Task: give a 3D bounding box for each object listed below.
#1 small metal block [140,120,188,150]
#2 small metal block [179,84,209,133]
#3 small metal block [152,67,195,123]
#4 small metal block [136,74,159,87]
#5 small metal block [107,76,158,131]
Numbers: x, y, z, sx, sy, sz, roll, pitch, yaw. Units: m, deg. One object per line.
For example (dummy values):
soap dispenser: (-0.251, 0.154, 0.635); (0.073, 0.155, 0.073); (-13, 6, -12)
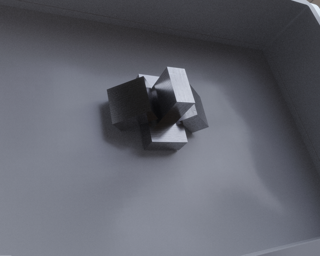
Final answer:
small metal block: (0.003, 0.001, 0.404); (0.050, 0.025, 0.050); (2, 61, -27)
small metal block: (0.042, -0.027, 0.427); (0.050, 0.025, 0.050); (37, 37, -58)
small metal block: (0.014, -0.040, 0.386); (0.025, 0.050, 0.050); (1, 61, -29)
small metal block: (-0.007, -0.044, 0.425); (0.050, 0.025, 0.050); (3, 61, -28)
small metal block: (-0.035, -0.030, 0.385); (0.050, 0.025, 0.050); (-18, 65, 11)
